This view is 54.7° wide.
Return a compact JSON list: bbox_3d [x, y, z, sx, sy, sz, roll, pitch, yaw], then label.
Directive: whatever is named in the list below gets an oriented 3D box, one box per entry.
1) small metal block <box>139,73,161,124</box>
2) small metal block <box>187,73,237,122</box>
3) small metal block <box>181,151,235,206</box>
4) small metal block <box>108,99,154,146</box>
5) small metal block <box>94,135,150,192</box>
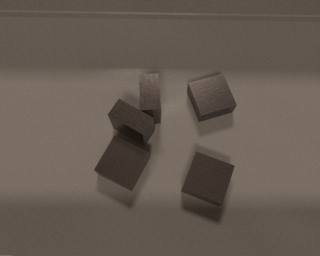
[{"bbox_3d":[-0.013,-0.037,0.410,0.025,0.050,0.050,-4,70,-2],"label":"small metal block"},{"bbox_3d":[0.070,-0.041,0.426,0.050,0.025,0.050,-16,71,-6],"label":"small metal block"},{"bbox_3d":[0.059,0.064,0.387,0.050,0.025,0.050,21,71,7],"label":"small metal block"},{"bbox_3d":[-0.036,-0.006,0.398,0.050,0.050,0.025,29,73,10],"label":"small metal block"},{"bbox_3d":[-0.047,0.045,0.393,0.050,0.025,0.050,25,72,8],"label":"small metal block"}]
